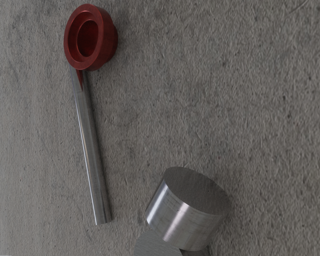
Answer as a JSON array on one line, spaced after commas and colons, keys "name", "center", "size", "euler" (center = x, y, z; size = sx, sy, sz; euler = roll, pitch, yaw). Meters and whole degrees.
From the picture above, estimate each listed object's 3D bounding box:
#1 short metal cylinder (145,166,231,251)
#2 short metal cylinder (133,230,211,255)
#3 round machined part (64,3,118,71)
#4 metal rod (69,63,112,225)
[{"name": "short metal cylinder", "center": [0.030, 0.087, 0.344], "size": [0.080, 0.081, 0.050], "euler": [39, 114, 33]}, {"name": "short metal cylinder", "center": [0.014, 0.159, 0.377], "size": [0.080, 0.050, 0.079], "euler": [0, 90, 40]}, {"name": "round machined part", "center": [-0.103, -0.136, 0.479], "size": [0.098, 0.042, 0.097], "euler": [0, 90, 40]}, {"name": "metal rod", "center": [-0.117, 0.002, 0.501], "size": [0.025, 0.025, 0.299], "euler": [-20, 78, 38]}]
